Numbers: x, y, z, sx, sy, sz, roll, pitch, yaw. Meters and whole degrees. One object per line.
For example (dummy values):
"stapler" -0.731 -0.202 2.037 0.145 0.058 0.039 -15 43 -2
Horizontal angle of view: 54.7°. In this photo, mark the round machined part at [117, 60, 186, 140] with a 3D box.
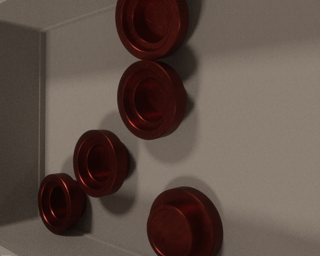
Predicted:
"round machined part" -0.006 -0.036 0.393 0.098 0.042 0.097 9 103 40

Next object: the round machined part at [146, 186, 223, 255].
"round machined part" 0.022 0.123 0.376 0.098 0.042 0.097 0 90 39

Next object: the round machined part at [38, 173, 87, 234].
"round machined part" -0.162 0.125 0.527 0.098 0.042 0.097 0 90 39

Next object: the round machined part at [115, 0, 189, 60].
"round machined part" -0.005 -0.136 0.387 0.098 0.042 0.097 14 115 32

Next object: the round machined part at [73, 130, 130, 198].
"round machined part" -0.083 0.051 0.462 0.098 0.042 0.097 0 90 39
